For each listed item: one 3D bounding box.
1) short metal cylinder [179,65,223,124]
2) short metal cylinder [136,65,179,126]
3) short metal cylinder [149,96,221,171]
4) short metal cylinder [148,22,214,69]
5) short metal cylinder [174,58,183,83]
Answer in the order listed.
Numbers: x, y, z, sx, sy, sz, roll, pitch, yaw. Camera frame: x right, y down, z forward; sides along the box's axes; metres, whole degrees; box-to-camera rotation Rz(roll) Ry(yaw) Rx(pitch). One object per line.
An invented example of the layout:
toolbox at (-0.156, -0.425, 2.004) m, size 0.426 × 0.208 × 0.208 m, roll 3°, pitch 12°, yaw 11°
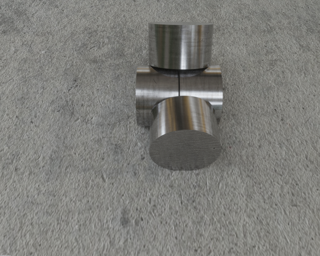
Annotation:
short metal cylinder at (0.049, -0.042, 0.404) m, size 0.050 × 0.080 × 0.080 m, roll 0°, pitch 50°, yaw 0°
short metal cylinder at (-0.003, -0.042, 0.405) m, size 0.050 × 0.080 × 0.080 m, roll 1°, pitch 50°, yaw 0°
short metal cylinder at (0.028, 0.008, 0.363) m, size 0.081 × 0.080 × 0.050 m, roll 0°, pitch 50°, yaw 0°
short metal cylinder at (0.026, -0.107, 0.393) m, size 0.081 × 0.050 × 0.080 m, roll 1°, pitch 22°, yaw 0°
short metal cylinder at (0.031, -0.093, 0.468) m, size 0.081 × 0.050 × 0.080 m, roll 0°, pitch 50°, yaw 0°
